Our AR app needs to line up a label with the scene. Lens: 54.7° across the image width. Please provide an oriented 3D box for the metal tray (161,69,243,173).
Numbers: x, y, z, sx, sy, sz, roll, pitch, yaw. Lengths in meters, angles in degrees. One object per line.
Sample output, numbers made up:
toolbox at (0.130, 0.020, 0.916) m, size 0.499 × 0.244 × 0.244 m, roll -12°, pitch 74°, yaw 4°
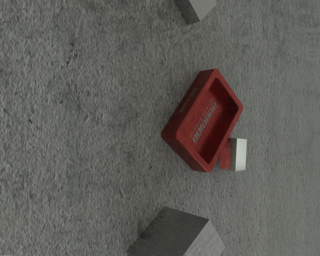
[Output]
metal tray at (0.067, -0.012, 0.457) m, size 0.090 × 0.030 × 0.130 m, roll 47°, pitch 62°, yaw -30°

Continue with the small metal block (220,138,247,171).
small metal block at (0.118, 0.042, 0.494) m, size 0.050 × 0.025 × 0.050 m, roll 7°, pitch 85°, yaw -58°

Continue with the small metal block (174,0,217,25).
small metal block at (0.050, -0.186, 0.446) m, size 0.050 × 0.025 × 0.050 m, roll -51°, pitch 120°, yaw -28°

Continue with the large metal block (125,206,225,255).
large metal block at (0.019, 0.152, 0.385) m, size 0.080 × 0.080 × 0.050 m, roll -43°, pitch 117°, yaw -31°
